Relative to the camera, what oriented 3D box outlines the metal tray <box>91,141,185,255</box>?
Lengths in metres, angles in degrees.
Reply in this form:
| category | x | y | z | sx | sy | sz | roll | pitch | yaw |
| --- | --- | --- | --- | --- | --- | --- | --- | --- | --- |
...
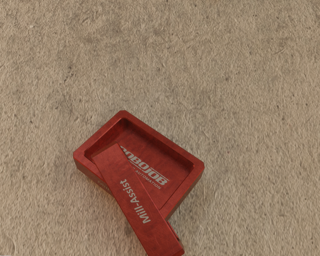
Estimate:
| category | x | y | z | sx | sy | sz | roll | pitch | yaw |
| --- | --- | --- | --- | --- | --- | --- | --- | --- | --- |
| metal tray | -0.022 | 0.084 | 0.341 | 0.030 | 0.090 | 0.130 | -32 | 73 | -6 |

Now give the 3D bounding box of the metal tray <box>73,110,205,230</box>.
| category | x | y | z | sx | sy | sz | roll | pitch | yaw |
| --- | --- | --- | --- | --- | --- | --- | --- | --- | --- |
| metal tray | -0.025 | 0.045 | 0.370 | 0.130 | 0.030 | 0.090 | 34 | 60 | 18 |
